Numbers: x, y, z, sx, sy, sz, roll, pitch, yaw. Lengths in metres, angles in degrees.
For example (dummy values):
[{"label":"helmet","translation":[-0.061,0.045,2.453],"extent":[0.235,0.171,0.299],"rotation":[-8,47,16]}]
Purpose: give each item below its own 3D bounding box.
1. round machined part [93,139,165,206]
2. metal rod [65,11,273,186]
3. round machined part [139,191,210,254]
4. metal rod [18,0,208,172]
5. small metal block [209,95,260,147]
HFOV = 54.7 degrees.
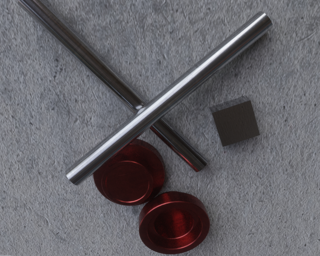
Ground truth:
[{"label":"round machined part","translation":[-0.043,0.066,0.425],"extent":[0.099,0.042,0.097],"rotation":[0,110,0]},{"label":"metal rod","translation":[0.008,-0.033,0.375],"extent":[0.300,0.025,0.025],"rotation":[-39,106,4]},{"label":"round machined part","translation":[0.019,0.130,0.444],"extent":[0.099,0.042,0.097],"rotation":[-3,117,-5]},{"label":"metal rod","translation":[-0.048,-0.049,0.391],"extent":[0.025,0.025,0.300],"rotation":[-43,105,14]},{"label":"small metal block","translation":[0.098,-0.009,0.407],"extent":[0.050,0.025,0.050],"rotation":[-19,109,6]}]
